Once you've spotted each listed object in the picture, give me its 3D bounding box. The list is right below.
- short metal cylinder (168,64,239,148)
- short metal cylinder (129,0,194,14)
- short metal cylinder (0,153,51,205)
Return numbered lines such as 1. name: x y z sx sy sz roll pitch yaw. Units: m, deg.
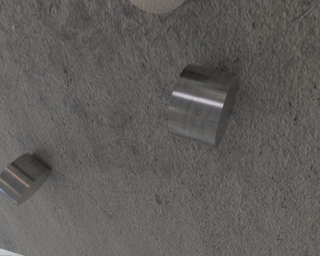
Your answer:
1. short metal cylinder: 0.048 -0.024 0.331 0.050 0.080 0.079 17 125 18
2. short metal cylinder: 0.005 -0.154 0.292 0.080 0.050 0.079 13 124 21
3. short metal cylinder: -0.245 0.091 0.557 0.050 0.080 0.080 39 129 1
